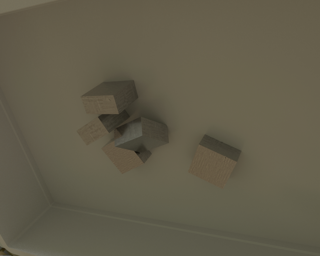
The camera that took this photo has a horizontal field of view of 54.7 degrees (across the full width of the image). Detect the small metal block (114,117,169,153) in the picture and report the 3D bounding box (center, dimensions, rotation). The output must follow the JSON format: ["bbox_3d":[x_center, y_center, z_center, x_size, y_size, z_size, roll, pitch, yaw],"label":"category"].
[{"bbox_3d":[-0.025,0.011,0.410,0.050,0.050,0.025,-22,63,36],"label":"small metal block"}]

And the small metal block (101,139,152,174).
[{"bbox_3d":[-0.049,0.034,0.456,0.050,0.025,0.050,-30,102,37],"label":"small metal block"}]

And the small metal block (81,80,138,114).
[{"bbox_3d":[-0.064,-0.040,0.402,0.050,0.050,0.025,1,119,28],"label":"small metal block"}]

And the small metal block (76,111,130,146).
[{"bbox_3d":[-0.079,-0.006,0.430,0.050,0.050,0.025,-27,101,37],"label":"small metal block"}]

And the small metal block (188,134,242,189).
[{"bbox_3d":[0.070,0.043,0.399,0.050,0.025,0.050,25,127,12],"label":"small metal block"}]
